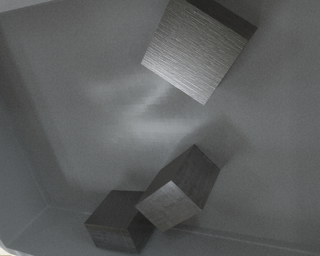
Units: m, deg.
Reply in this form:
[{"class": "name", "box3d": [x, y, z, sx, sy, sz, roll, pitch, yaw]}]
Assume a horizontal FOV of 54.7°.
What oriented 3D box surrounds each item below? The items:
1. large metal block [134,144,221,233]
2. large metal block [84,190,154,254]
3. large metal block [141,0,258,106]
[{"class": "large metal block", "box3d": [0.024, 0.079, 0.408, 0.050, 0.080, 0.080, 45, 129, -3]}, {"class": "large metal block", "box3d": [-0.057, 0.145, 0.491, 0.080, 0.080, 0.050, -4, 116, 30]}, {"class": "large metal block", "box3d": [0.039, -0.084, 0.319, 0.080, 0.050, 0.079, 35, 129, 5]}]
